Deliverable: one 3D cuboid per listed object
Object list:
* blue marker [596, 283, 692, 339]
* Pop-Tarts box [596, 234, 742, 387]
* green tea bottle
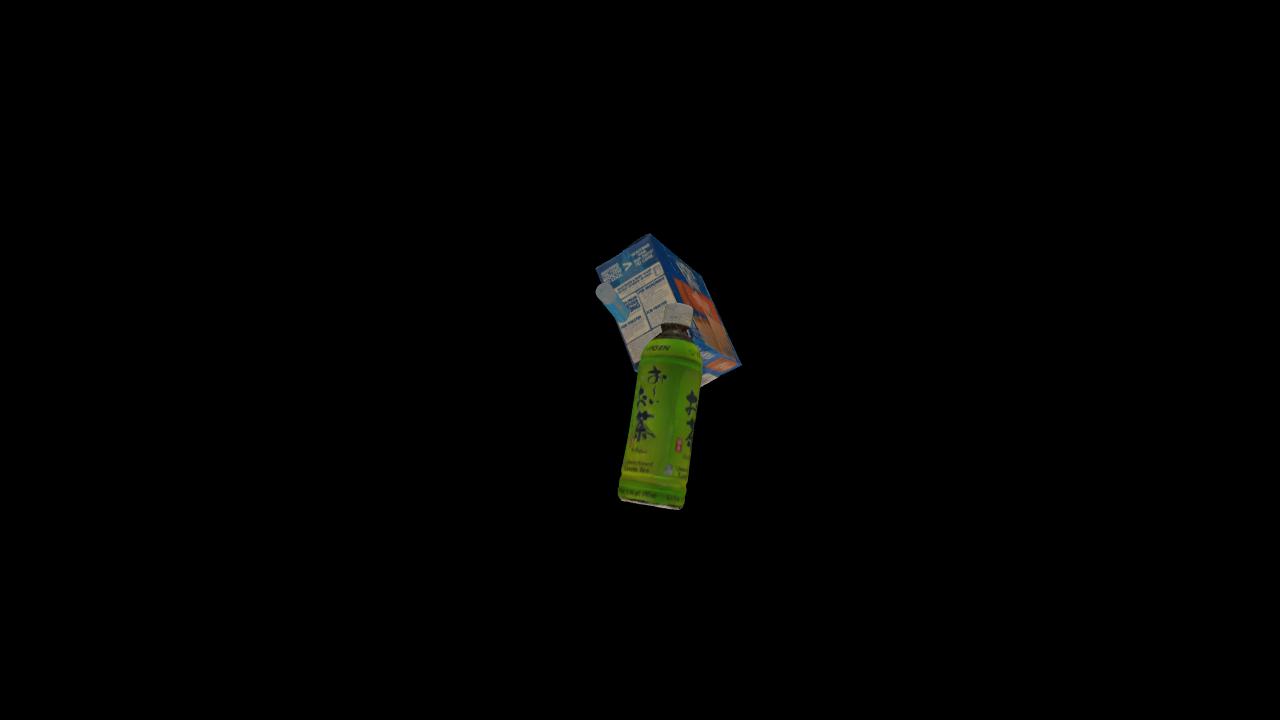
[{"bbox_3d":[-0.019,-0.050,0.688,0.020,0.020,0.121,0,-21,19],"label":"blue marker"},{"bbox_3d":[0.040,-0.050,0.750,0.083,0.141,0.167,-29,-22,19],"label":"Pop-Tarts box"},{"bbox_3d":[0.025,0.044,0.639,0.073,0.212,0.073,7,-13,2],"label":"green tea bottle"}]
